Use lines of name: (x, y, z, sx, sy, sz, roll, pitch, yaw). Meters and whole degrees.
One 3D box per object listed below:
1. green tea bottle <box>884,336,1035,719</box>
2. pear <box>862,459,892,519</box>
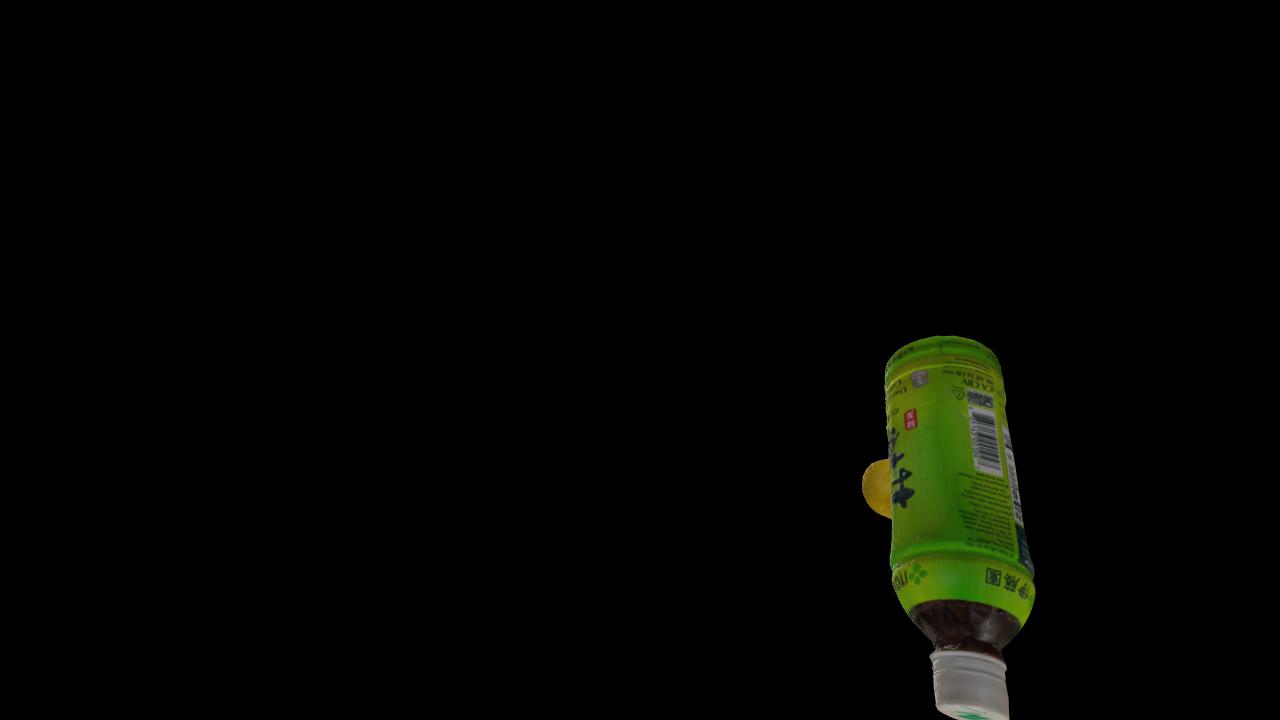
green tea bottle: (0.177, 0.083, 0.346, 0.073, 0.212, 0.073, 10, -39, 8)
pear: (0.325, 0.142, 0.741, 0.080, 0.080, 0.111, 0, -38, -37)
